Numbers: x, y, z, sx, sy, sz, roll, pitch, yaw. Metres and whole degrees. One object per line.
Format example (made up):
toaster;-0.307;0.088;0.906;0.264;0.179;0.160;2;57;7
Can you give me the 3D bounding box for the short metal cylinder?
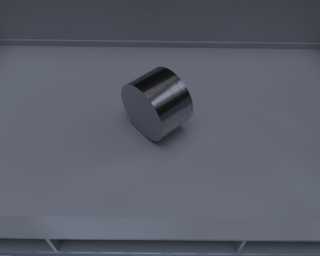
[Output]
short metal cylinder;-0.004;-0.030;0.392;0.050;0.080;0.080;-34;58;-25
